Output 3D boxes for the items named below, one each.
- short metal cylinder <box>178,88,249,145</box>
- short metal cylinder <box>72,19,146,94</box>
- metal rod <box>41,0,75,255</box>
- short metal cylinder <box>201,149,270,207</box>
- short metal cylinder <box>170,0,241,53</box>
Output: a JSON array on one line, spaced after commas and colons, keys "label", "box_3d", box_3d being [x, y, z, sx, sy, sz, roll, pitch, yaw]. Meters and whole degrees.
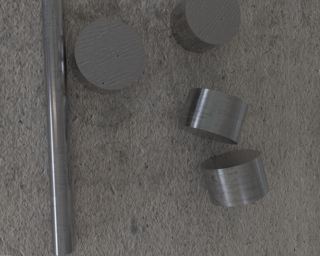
[{"label": "short metal cylinder", "box_3d": [0.069, -0.014, 0.406, 0.080, 0.080, 0.050, 20, 84, -19]}, {"label": "short metal cylinder", "box_3d": [-0.063, -0.083, 0.372, 0.081, 0.050, 0.080, 0, 90, -20]}, {"label": "metal rod", "box_3d": [-0.120, -0.003, 0.364, 0.025, 0.025, 0.298, -3, 91, -20]}, {"label": "short metal cylinder", "box_3d": [0.100, 0.065, 0.417, 0.081, 0.080, 0.050, -18, 96, -19]}, {"label": "short metal cylinder", "box_3d": [0.060, -0.146, 0.418, 0.081, 0.050, 0.080, 0, 90, -20]}]
